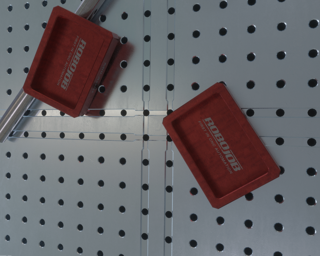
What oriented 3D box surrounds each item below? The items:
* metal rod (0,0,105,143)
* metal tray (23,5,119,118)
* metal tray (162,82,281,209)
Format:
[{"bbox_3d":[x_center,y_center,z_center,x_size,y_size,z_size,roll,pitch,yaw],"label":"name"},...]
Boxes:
[{"bbox_3d":[-0.170,-0.095,0.472,0.025,0.025,0.299,44,103,14],"label":"metal rod"},{"bbox_3d":[-0.126,-0.091,0.438,0.090,0.030,0.129,27,103,2],"label":"metal tray"},{"bbox_3d":[0.074,0.021,0.383,0.090,0.030,0.130,-34,79,16],"label":"metal tray"}]
